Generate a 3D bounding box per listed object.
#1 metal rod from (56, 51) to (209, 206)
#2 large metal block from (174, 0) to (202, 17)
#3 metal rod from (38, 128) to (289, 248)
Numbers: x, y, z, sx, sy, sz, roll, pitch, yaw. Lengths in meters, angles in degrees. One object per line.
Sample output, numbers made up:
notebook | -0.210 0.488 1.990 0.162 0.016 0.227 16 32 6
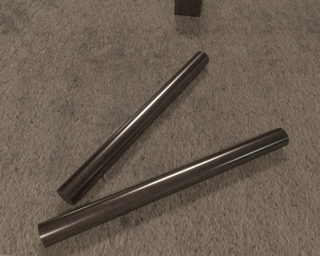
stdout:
metal rod | -0.018 -0.018 0.417 0.025 0.025 0.301 28 55 21
large metal block | 0.059 -0.274 0.599 0.050 0.080 0.080 8 51 6
metal rod | 0.019 0.060 0.353 0.302 0.025 0.025 -19 53 -16
